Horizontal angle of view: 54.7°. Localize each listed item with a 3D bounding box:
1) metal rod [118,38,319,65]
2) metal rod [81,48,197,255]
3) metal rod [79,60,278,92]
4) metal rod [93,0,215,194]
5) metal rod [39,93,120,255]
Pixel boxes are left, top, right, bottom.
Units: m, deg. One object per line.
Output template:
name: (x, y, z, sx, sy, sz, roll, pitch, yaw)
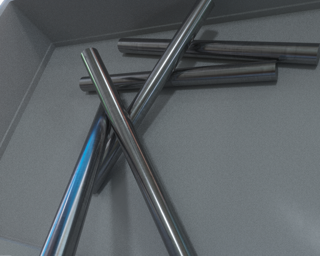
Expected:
metal rod: (0.061, -0.113, 0.441, 0.300, 0.025, 0.025, 12, 68, 32)
metal rod: (-0.037, 0.015, 0.373, 0.025, 0.025, 0.299, -31, 64, 8)
metal rod: (0.008, -0.071, 0.443, 0.300, 0.025, 0.025, 1, 62, 28)
metal rod: (-0.015, -0.047, 0.414, 0.025, 0.025, 0.299, 29, 85, 37)
metal rod: (-0.075, 0.028, 0.346, 0.025, 0.025, 0.300, -23, 28, 14)
